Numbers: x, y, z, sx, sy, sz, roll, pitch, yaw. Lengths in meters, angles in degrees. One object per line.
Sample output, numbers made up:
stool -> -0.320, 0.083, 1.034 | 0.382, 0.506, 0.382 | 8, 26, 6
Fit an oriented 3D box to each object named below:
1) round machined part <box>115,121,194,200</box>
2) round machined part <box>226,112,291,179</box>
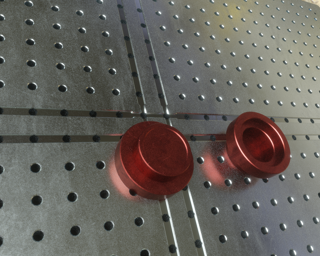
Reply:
round machined part -> -0.001, 0.033, 0.376 | 0.099, 0.042, 0.098 | 13, 56, -21
round machined part -> 0.137, 0.028, 0.453 | 0.099, 0.042, 0.098 | 13, 56, -21
